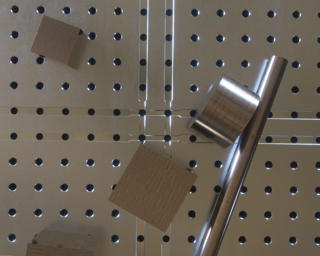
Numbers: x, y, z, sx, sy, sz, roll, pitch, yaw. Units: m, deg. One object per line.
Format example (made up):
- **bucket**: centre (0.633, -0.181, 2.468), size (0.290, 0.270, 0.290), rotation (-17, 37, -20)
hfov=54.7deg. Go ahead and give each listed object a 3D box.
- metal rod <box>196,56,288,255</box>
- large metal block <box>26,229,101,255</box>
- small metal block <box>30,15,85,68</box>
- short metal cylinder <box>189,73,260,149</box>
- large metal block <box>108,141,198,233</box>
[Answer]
- **metal rod**: centre (0.108, 0.048, 0.414), size (0.025, 0.025, 0.299), rotation (20, 90, -1)
- **large metal block**: centre (-0.125, 0.184, 0.399), size (0.081, 0.050, 0.080), rotation (7, 90, -1)
- **small metal block**: centre (-0.135, -0.114, 0.412), size (0.050, 0.025, 0.050), rotation (20, 90, -1)
- **short metal cylinder**: centre (0.079, -0.021, 0.387), size (0.050, 0.080, 0.080), rotation (32, 90, -1)
- **large metal block**: centre (-0.009, 0.073, 0.401), size (0.080, 0.050, 0.080), rotation (30, 90, -1)
